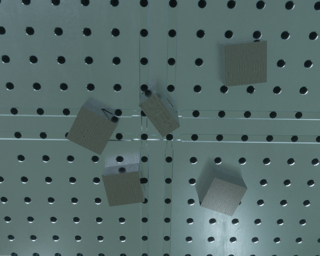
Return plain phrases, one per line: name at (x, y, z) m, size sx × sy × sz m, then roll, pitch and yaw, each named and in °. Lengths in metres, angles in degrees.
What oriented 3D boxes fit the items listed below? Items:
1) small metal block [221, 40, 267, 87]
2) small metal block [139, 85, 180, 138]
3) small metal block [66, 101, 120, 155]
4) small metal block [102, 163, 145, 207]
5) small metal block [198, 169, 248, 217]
small metal block at (0.103, -0.081, 0.384) m, size 0.050 × 0.025 × 0.050 m, roll -6°, pitch 110°, yaw 2°
small metal block at (0.000, -0.023, 0.392) m, size 0.025 × 0.050 × 0.050 m, roll -33°, pitch 107°, yaw 11°
small metal block at (-0.089, 0.000, 0.413) m, size 0.050 × 0.025 × 0.050 m, roll 28°, pitch 108°, yaw -10°
small metal block at (-0.051, 0.081, 0.443) m, size 0.050 × 0.025 × 0.050 m, roll -8°, pitch 110°, yaw 3°
small metal block at (0.090, 0.094, 0.448) m, size 0.050 × 0.025 × 0.050 m, roll 20°, pitch 109°, yaw -7°
